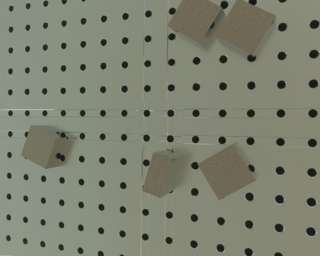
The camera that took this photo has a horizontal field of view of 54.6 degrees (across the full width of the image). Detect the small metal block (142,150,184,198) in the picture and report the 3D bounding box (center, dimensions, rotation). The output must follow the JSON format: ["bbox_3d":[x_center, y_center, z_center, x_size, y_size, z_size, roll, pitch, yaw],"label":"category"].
[{"bbox_3d":[0.005,0.057,0.398,0.025,0.050,0.050,18,96,19],"label":"small metal block"}]

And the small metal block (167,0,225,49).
[{"bbox_3d":[0.047,-0.138,0.396,0.050,0.025,0.050,35,101,16],"label":"small metal block"}]

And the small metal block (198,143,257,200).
[{"bbox_3d":[0.083,0.053,0.383,0.050,0.025,0.050,-33,79,17],"label":"small metal block"}]

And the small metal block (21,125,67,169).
[{"bbox_3d":[-0.179,0.028,0.477,0.050,0.025,0.050,23,98,18],"label":"small metal block"}]

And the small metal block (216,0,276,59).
[{"bbox_3d":[0.104,-0.120,0.376,0.050,0.025,0.050,33,101,17],"label":"small metal block"}]
